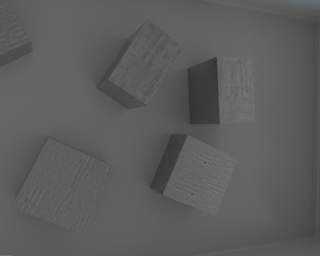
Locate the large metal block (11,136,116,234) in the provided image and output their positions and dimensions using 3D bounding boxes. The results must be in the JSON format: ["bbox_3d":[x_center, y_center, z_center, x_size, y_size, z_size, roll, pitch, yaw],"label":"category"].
[{"bbox_3d":[-0.110,0.063,0.357,0.080,0.050,0.080,28,81,-18],"label":"large metal block"}]

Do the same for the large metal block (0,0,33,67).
[{"bbox_3d":[-0.194,-0.104,0.325,0.080,0.050,0.080,-34,101,-17],"label":"large metal block"}]

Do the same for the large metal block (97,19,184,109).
[{"bbox_3d":[-0.027,-0.071,0.372,0.050,0.080,0.080,34,79,-17],"label":"large metal block"}]

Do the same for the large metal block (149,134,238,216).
[{"bbox_3d":[0.044,0.061,0.415,0.080,0.050,0.080,26,81,-19],"label":"large metal block"}]

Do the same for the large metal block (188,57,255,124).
[{"bbox_3d":[0.079,-0.046,0.412,0.050,0.080,0.079,-3,91,-20],"label":"large metal block"}]
